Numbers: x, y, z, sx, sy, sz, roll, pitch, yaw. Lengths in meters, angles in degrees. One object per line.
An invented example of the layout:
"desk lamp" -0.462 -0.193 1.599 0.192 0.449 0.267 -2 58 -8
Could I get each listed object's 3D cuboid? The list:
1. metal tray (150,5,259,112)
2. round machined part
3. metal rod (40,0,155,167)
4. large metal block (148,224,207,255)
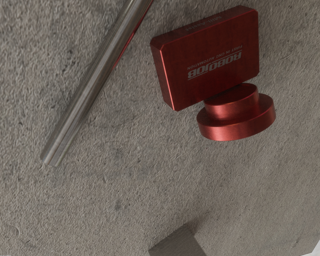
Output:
"metal tray" 0.060 -0.086 0.383 0.131 0.030 0.090 -25 128 -13
"round machined part" 0.094 -0.026 0.398 0.099 0.098 0.042 -25 113 -13
"metal rod" -0.049 -0.085 0.327 0.025 0.025 0.299 23 106 -37
"large metal block" 0.038 0.229 0.534 0.080 0.080 0.050 -35 129 -5
